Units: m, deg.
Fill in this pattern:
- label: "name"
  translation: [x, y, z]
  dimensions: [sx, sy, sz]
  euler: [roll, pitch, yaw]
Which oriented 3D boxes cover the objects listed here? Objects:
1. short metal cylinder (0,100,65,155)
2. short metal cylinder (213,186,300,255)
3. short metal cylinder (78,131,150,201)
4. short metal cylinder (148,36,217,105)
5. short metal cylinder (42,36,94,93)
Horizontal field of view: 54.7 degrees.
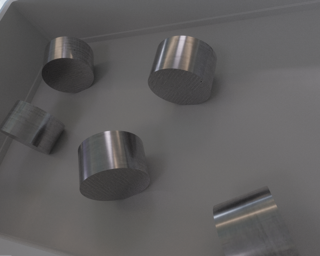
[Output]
- label: "short metal cylinder"
  translation: [-0.194, 0.000, 0.473]
  dimensions: [0.080, 0.080, 0.050]
  euler: [14, 69, 34]
- label: "short metal cylinder"
  translation: [0.086, 0.096, 0.266]
  dimensions: [0.050, 0.080, 0.080]
  euler: [-25, 53, 13]
- label: "short metal cylinder"
  translation: [-0.056, 0.047, 0.371]
  dimensions: [0.080, 0.080, 0.050]
  euler: [-24, 53, 14]
- label: "short metal cylinder"
  translation: [0.029, -0.072, 0.399]
  dimensions: [0.080, 0.080, 0.050]
  euler: [0, 62, 28]
- label: "short metal cylinder"
  translation: [-0.151, -0.103, 0.513]
  dimensions: [0.080, 0.080, 0.050]
  euler: [-20, 54, 16]
